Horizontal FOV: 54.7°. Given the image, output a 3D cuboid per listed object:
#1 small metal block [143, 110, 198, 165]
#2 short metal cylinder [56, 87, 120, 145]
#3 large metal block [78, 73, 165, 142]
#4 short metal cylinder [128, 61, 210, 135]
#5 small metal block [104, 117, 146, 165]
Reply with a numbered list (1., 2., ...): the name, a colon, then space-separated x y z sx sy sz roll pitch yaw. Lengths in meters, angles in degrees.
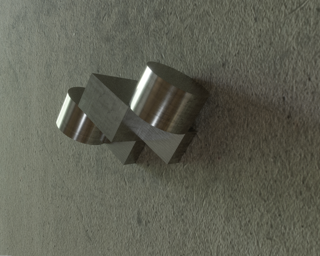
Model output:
1. small metal block: 0.012 0.011 0.397 0.050 0.025 0.050 43 116 31
2. short metal cylinder: -0.105 -0.019 0.457 0.080 0.081 0.050 43 116 31
3. large metal block: -0.046 -0.026 0.410 0.080 0.081 0.050 42 115 31
4. short metal cylinder: 0.010 -0.036 0.362 0.080 0.081 0.050 43 116 31
5. small metal block: -0.048 0.017 0.447 0.050 0.025 0.050 43 116 31
